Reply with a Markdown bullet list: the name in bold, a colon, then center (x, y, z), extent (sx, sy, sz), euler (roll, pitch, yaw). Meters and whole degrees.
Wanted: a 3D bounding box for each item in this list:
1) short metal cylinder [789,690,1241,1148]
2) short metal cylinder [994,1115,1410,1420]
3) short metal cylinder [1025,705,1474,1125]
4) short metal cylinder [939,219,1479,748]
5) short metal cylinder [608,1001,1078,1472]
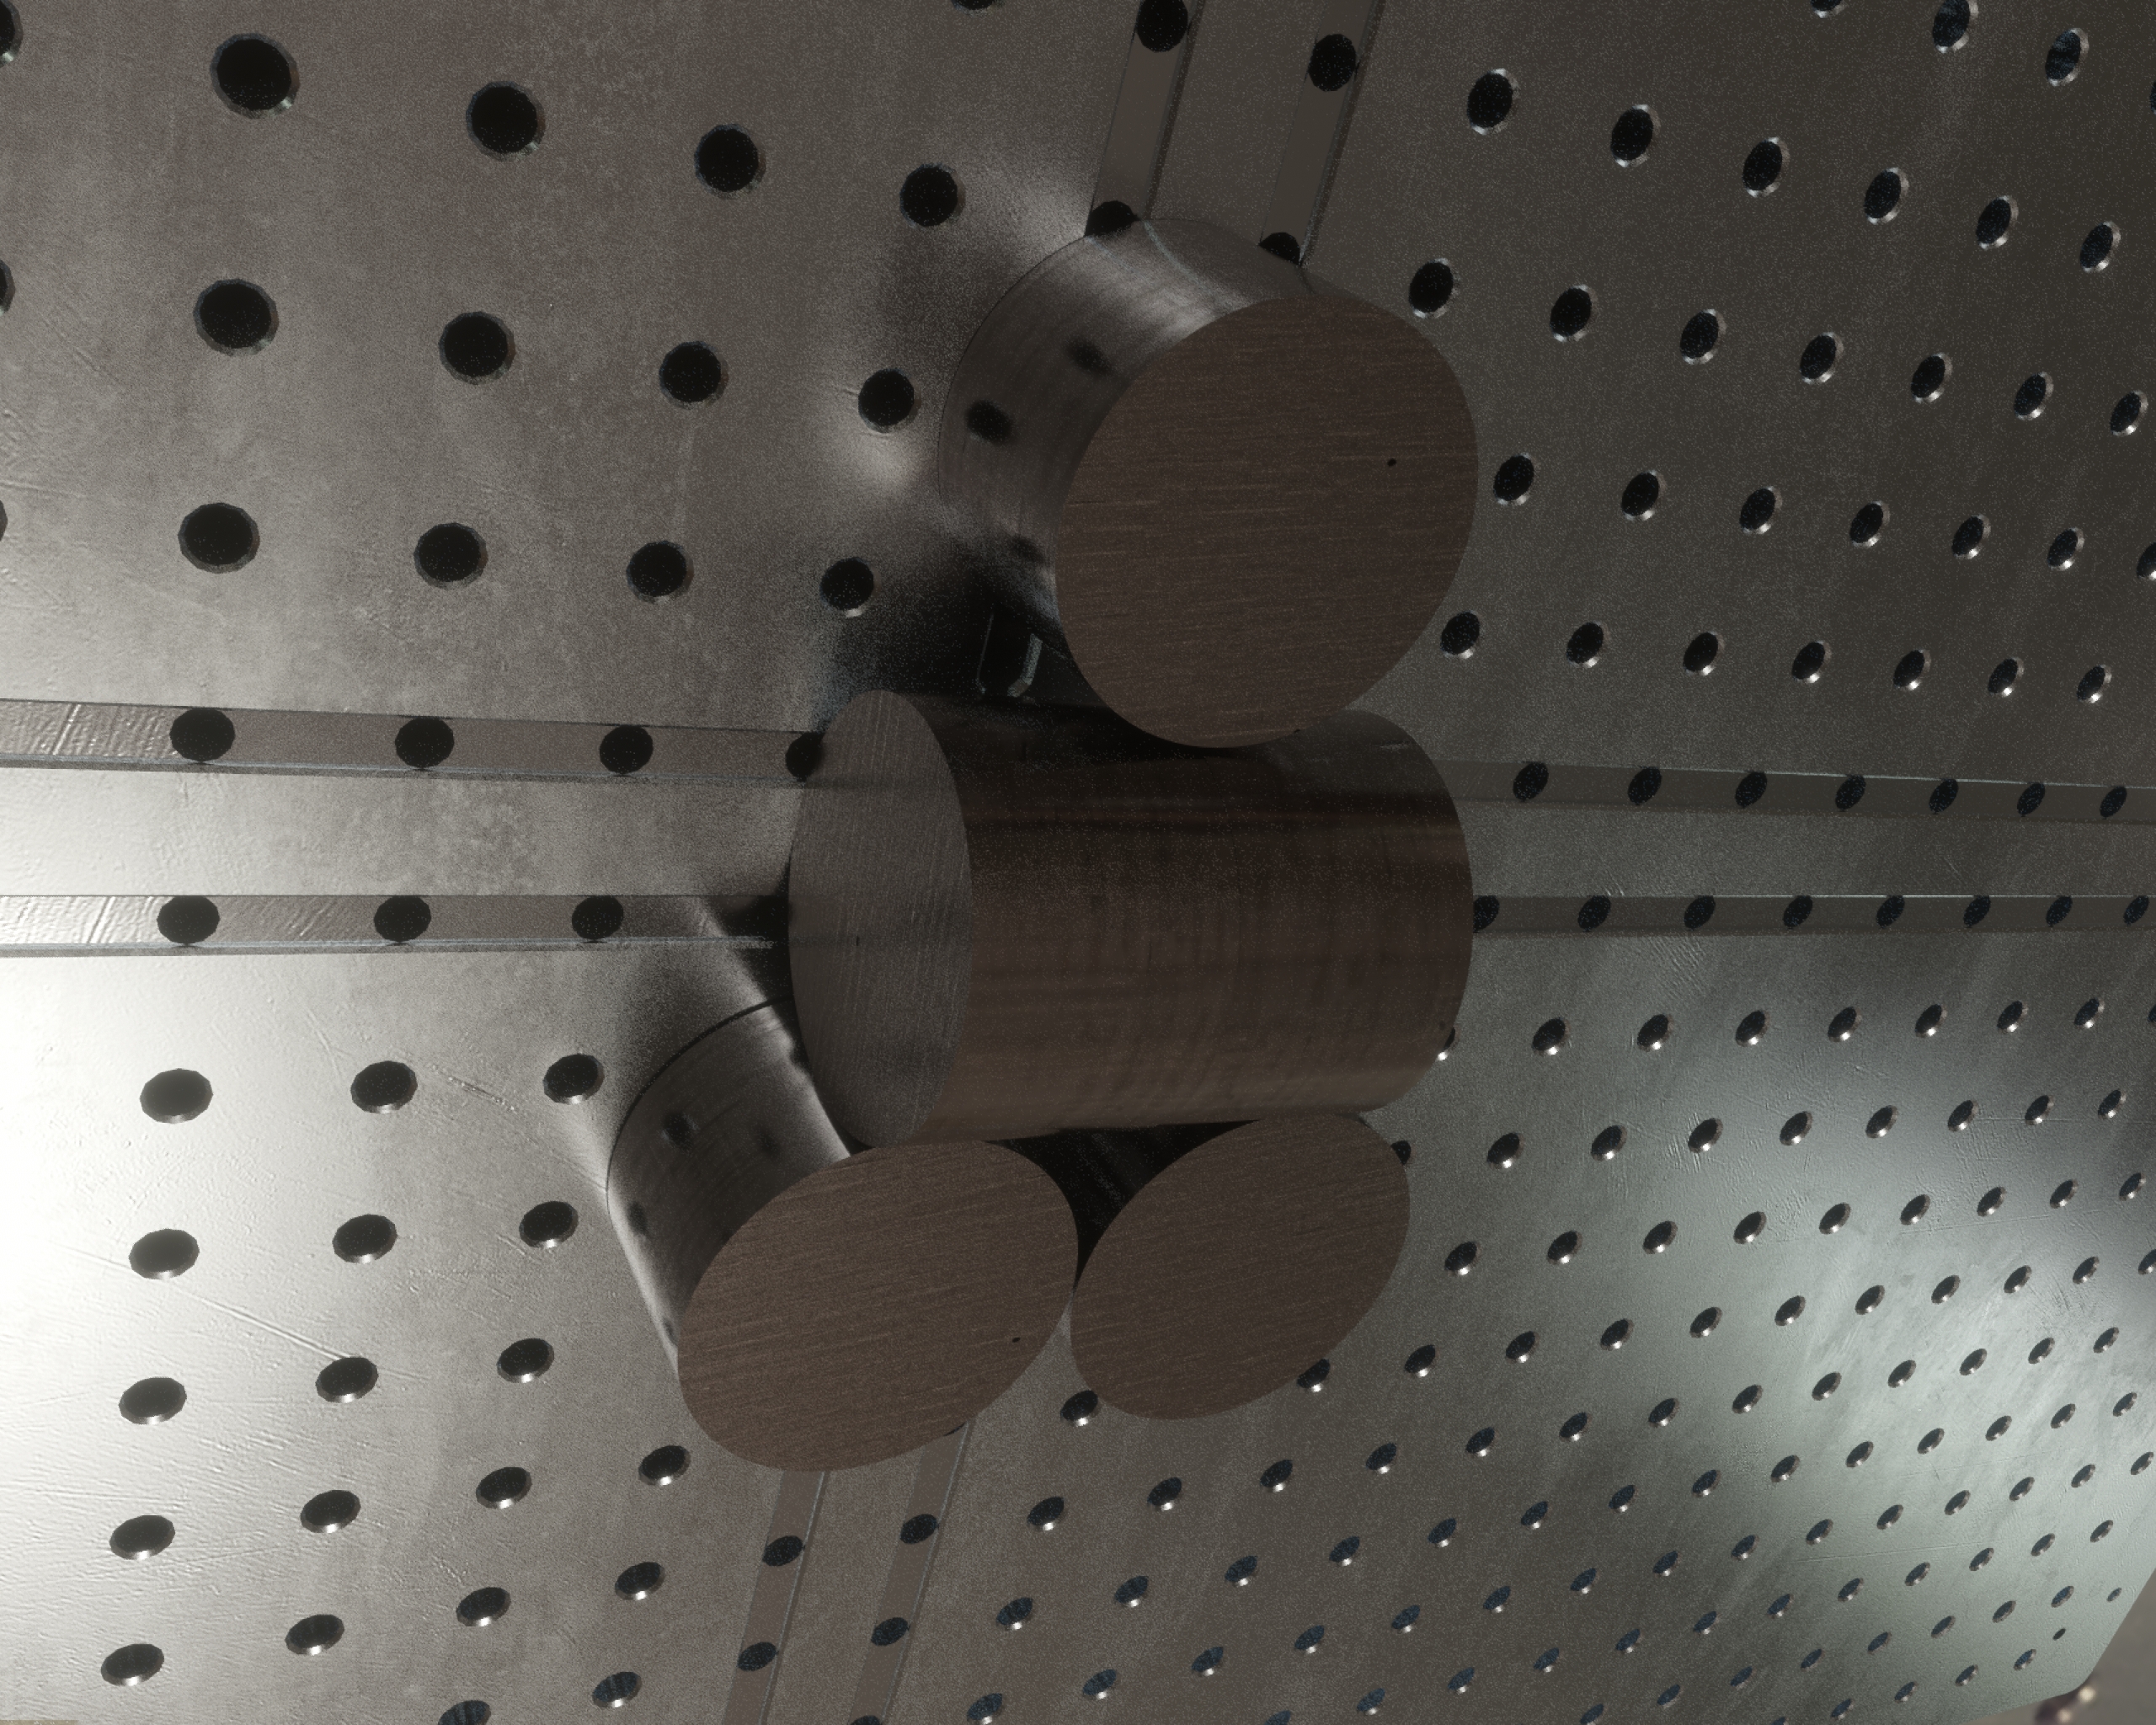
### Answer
- **short metal cylinder**: center (-0.014, 0.010, 0.376), extent (0.050, 0.080, 0.079), euler (0, 118, -29)
- **short metal cylinder**: center (0.024, 0.073, 0.454), extent (0.081, 0.050, 0.079), euler (-14, 125, -21)
- **short metal cylinder**: center (0.030, 0.009, 0.400), extent (0.050, 0.080, 0.079), euler (0, 118, -29)
- **short metal cylinder**: center (0.022, -0.067, 0.367), extent (0.081, 0.050, 0.079), euler (-14, 125, -21)
- **short metal cylinder**: center (-0.047, 0.073, 0.415), extent (0.081, 0.050, 0.079), euler (-14, 125, -21)
